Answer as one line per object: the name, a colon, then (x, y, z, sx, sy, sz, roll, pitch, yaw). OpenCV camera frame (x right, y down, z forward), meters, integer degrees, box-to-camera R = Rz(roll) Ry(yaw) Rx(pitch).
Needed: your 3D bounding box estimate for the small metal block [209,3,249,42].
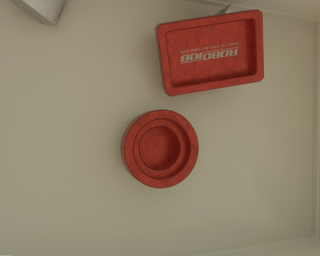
small metal block: (0.098, -0.140, 0.435, 0.050, 0.050, 0.025, 35, 79, -17)

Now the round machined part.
round machined part: (-0.003, 0.026, 0.401, 0.099, 0.042, 0.097, 0, 90, -21)

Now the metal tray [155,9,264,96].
metal tray: (0.065, -0.097, 0.400, 0.131, 0.030, 0.089, -10, 111, -3)

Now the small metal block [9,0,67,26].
small metal block: (-0.133, -0.151, 0.347, 0.050, 0.025, 0.050, 32, 77, -59)
